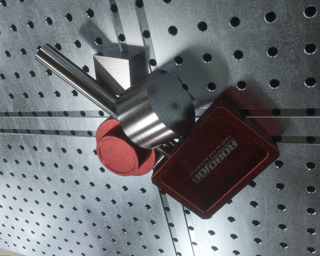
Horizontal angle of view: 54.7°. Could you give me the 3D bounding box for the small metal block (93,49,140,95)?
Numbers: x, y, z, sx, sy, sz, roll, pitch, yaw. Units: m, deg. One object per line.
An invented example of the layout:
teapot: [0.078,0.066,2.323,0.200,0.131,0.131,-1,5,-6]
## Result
small metal block: [-0.054,-0.070,0.395,0.050,0.025,0.050,12,124,21]

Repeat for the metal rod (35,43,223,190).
metal rod: [-0.026,-0.003,0.400,0.301,0.025,0.025,38,129,-8]

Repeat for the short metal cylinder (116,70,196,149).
short metal cylinder: [-0.004,-0.021,0.363,0.050,0.080,0.080,-28,103,37]

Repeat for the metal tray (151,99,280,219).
metal tray: [0.063,0.041,0.372,0.090,0.030,0.129,37,114,-7]

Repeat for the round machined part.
round machined part: [-0.051,0.030,0.443,0.098,0.042,0.097,13,124,20]
